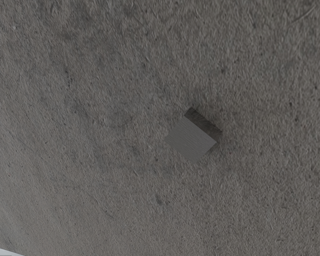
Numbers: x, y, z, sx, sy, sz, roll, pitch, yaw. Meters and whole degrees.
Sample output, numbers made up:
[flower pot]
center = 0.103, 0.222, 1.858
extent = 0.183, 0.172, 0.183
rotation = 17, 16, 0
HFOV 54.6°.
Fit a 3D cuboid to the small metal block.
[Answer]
[small metal block]
center = 0.041, 0.010, 0.392
extent = 0.050, 0.025, 0.050
rotation = 39, 129, 1
